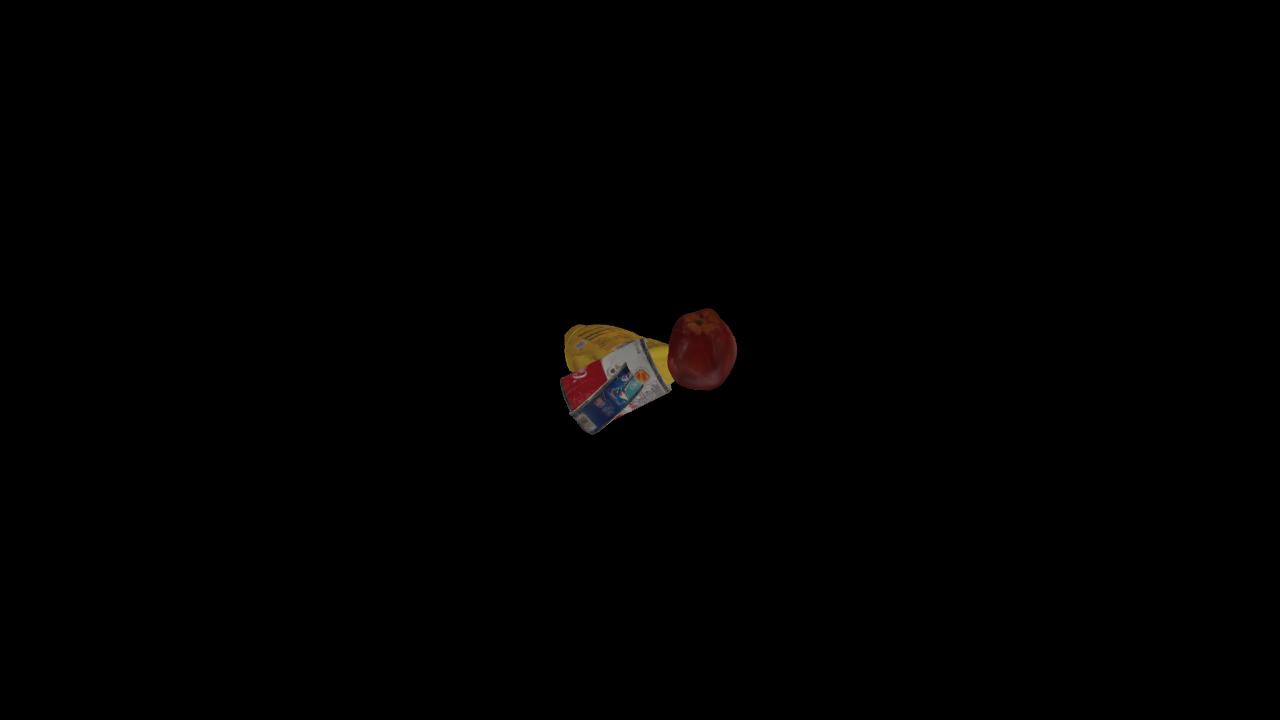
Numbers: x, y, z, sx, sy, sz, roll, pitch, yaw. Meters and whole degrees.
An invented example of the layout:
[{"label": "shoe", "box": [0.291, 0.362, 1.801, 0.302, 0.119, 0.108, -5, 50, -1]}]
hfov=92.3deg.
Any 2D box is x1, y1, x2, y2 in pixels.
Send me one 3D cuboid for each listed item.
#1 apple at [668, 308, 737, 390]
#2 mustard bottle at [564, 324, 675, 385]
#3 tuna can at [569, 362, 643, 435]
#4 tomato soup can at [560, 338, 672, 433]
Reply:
[{"label": "apple", "box": [0.065, -0.009, 0.662, 0.079, 0.079, 0.093, 0, -37, 4]}, {"label": "mustard bottle", "box": [-0.038, -0.008, 0.719, 0.092, 0.054, 0.184, -29, 29, -26]}, {"label": "tuna can", "box": [-0.033, 0.039, 0.643, 0.084, 0.034, 0.084, -43, 4, 4]}, {"label": "tomato soup can", "box": [-0.025, 0.026, 0.656, 0.101, 0.068, 0.068, -26, -3, 7]}]
